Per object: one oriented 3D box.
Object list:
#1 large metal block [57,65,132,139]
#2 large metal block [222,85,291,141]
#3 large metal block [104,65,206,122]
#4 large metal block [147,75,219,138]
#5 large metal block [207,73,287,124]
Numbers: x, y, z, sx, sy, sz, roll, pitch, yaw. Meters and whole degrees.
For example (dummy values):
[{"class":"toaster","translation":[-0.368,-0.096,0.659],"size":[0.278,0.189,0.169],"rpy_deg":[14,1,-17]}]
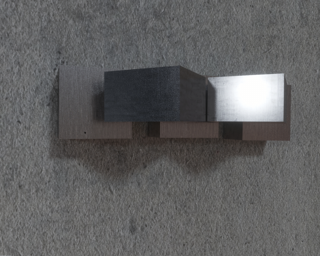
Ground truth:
[{"class":"large metal block","translation":[-0.079,-0.028,0.369],"size":[0.081,0.050,0.079],"rpy_deg":[0,90,-21]},{"class":"large metal block","translation":[0.140,-0.023,0.451],"size":[0.081,0.050,0.079],"rpy_deg":[2,90,-21]},{"class":"large metal block","translation":[-0.002,-0.032,0.328],"size":[0.080,0.080,0.050],"rpy_deg":[-2,92,-66]},{"class":"large metal block","translation":[0.030,-0.028,0.409],"size":[0.081,0.050,0.079],"rpy_deg":[1,90,-21]},{"class":"large metal block","translation":[0.107,-0.031,0.371],"size":[0.080,0.080,0.050],"rpy_deg":[1,89,24]}]
